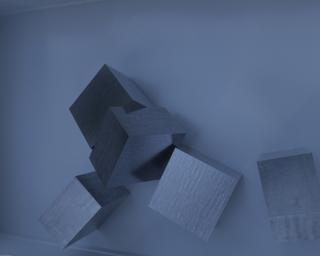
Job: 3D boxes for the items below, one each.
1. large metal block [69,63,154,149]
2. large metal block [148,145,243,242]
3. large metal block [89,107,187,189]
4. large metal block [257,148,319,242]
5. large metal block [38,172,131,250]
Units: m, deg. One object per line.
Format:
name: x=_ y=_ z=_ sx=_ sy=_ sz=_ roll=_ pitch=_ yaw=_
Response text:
large metal block: x=-0.063 y=-0.023 z=0.405 sx=0.080 sy=0.050 sz=0.080 roll=-48 pitch=53 yaw=14
large metal block: x=0.044 y=0.076 z=0.381 sx=0.080 sy=0.050 sz=0.080 roll=27 pitch=99 yaw=17
large metal block: x=-0.028 y=0.022 z=0.372 sx=0.050 sy=0.081 sz=0.079 roll=52 pitch=129 yaw=36
large metal block: x=0.140 y=0.067 z=0.332 sx=0.050 sy=0.080 sz=0.080 roll=-12 pitch=86 yaw=20
large metal block: x=-0.098 y=0.104 z=0.416 sx=0.050 sy=0.080 sz=0.080 roll=45 pitch=104 yaw=14
